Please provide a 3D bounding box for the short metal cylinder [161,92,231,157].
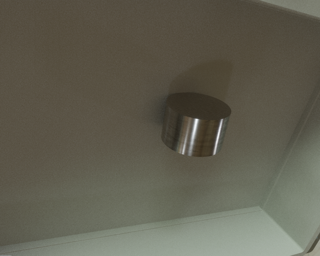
[{"bbox_3d":[0.044,-0.006,0.393,0.081,0.080,0.050,-6,121,-25],"label":"short metal cylinder"}]
